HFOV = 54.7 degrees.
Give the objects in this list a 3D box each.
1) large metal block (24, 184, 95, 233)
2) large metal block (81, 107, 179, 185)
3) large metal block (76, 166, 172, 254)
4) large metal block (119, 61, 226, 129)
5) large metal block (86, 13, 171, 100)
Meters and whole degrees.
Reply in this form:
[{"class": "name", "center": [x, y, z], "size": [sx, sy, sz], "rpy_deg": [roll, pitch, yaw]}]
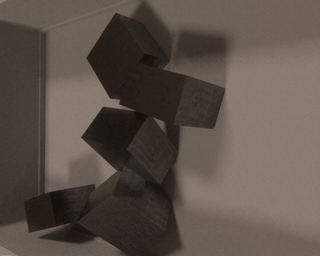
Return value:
[{"class": "large metal block", "center": [-0.157, 0.128, 0.497], "size": [0.080, 0.081, 0.050], "rpy_deg": [-23, 76, 37]}, {"class": "large metal block", "center": [-0.036, 0.021, 0.390], "size": [0.080, 0.080, 0.050], "rpy_deg": [10, 59, 39]}, {"class": "large metal block", "center": [-0.045, 0.107, 0.399], "size": [0.080, 0.050, 0.080], "rpy_deg": [39, 123, -16]}, {"class": "large metal block", "center": [0.015, -0.036, 0.355], "size": [0.080, 0.081, 0.050], "rpy_deg": [22, 101, 37]}, {"class": "large metal block", "center": [-0.046, -0.095, 0.426], "size": [0.080, 0.050, 0.080], "rpy_deg": [-47, 62, 29]}]
